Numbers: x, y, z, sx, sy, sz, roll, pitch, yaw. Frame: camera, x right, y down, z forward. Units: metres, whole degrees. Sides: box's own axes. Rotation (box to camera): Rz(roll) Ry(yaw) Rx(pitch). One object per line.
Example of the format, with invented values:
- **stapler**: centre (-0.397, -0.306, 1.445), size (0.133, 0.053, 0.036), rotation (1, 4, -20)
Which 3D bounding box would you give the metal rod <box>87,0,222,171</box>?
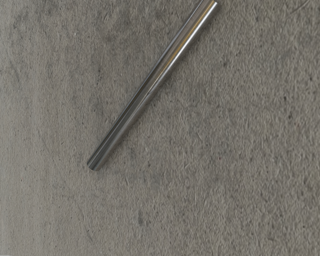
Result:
- **metal rod**: centre (-0.022, -0.044, 0.424), size (0.299, 0.025, 0.025), rotation (-51, 60, 28)
